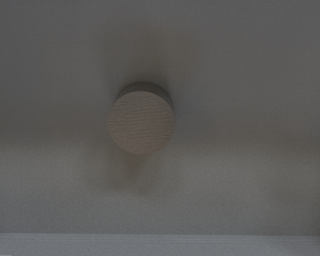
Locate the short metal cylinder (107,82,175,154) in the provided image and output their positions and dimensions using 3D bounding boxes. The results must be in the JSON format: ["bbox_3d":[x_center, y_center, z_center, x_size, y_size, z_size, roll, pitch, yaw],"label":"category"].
[{"bbox_3d":[-0.022,-0.013,0.390,0.080,0.050,0.079,0,110,0],"label":"short metal cylinder"}]
